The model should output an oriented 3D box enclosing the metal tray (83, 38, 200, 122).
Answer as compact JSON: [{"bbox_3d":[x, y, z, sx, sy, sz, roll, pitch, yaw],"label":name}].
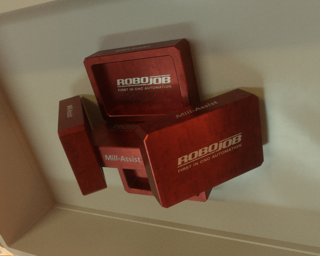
[{"bbox_3d":[-0.022,-0.054,0.381,0.130,0.030,0.089,-1,119,27],"label":"metal tray"}]

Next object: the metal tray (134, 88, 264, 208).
[{"bbox_3d":[0.047,0.020,0.335,0.030,0.131,0.089,-139,32,-60],"label":"metal tray"}]

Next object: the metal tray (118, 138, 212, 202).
[{"bbox_3d":[0.002,0.053,0.433,0.130,0.030,0.089,0,119,27],"label":"metal tray"}]

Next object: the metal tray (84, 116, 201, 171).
[{"bbox_3d":[-0.025,0.013,0.386,0.130,0.090,0.030,0,118,27],"label":"metal tray"}]

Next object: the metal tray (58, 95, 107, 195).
[{"bbox_3d":[-0.105,0.017,0.414,0.030,0.130,0.089,-18,115,-9],"label":"metal tray"}]
